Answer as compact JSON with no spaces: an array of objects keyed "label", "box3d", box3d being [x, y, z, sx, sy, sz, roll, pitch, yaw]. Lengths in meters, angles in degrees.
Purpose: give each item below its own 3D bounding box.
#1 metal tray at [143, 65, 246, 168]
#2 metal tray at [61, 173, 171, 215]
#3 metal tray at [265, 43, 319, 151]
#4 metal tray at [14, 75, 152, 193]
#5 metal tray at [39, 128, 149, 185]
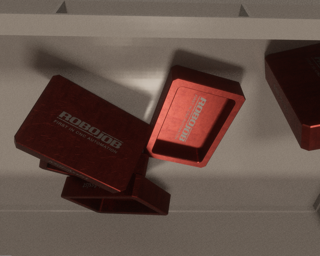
[{"label":"metal tray","box3d":[0.039,-0.009,0.398,0.091,0.030,0.129,13,129,-12]},{"label":"metal tray","box3d":[-0.062,0.097,0.443,0.130,0.030,0.090,-7,148,29]},{"label":"metal tray","box3d":[0.167,-0.039,0.309,0.090,0.130,0.030,-11,129,9]},{"label":"metal tray","box3d":[-0.085,0.009,0.361,0.131,0.090,0.030,29,155,-15]},{"label":"metal tray","box3d":[-0.091,0.046,0.421,0.131,0.030,0.090,18,151,-16]}]
